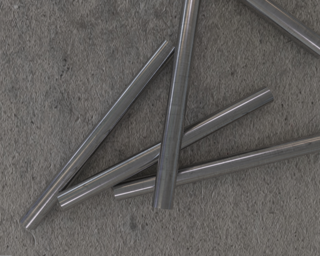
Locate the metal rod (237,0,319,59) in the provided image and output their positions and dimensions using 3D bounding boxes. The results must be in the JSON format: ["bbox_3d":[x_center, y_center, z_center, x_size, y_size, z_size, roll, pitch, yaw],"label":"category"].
[{"bbox_3d":[0.097,-0.190,0.410,0.301,0.025,0.025,36,90,0],"label":"metal rod"}]

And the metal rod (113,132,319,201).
[{"bbox_3d":[0.088,0.049,0.410,0.302,0.025,0.025,-14,90,0],"label":"metal rod"}]

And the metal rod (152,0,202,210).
[{"bbox_3d":[0.024,-0.052,0.388,0.025,0.025,0.299,9,81,0],"label":"metal rod"}]

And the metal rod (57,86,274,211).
[{"bbox_3d":[0.010,0.025,0.402,0.301,0.025,0.025,-27,90,-3],"label":"metal rod"}]

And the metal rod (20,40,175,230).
[{"bbox_3d":[-0.080,0.009,0.409,0.025,0.025,0.300,39,90,0],"label":"metal rod"}]
